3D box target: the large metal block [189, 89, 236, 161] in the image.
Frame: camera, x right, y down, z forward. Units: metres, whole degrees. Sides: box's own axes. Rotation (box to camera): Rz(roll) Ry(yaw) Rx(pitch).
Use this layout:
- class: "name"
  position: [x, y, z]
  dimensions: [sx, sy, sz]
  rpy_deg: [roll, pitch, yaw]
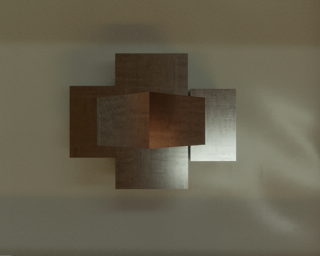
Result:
- class: "large metal block"
  position: [0.058, -0.004, 0.381]
  dimensions: [0.050, 0.080, 0.080]
  rpy_deg: [0, 90, -1]

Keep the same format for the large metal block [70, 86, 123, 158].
- class: "large metal block"
  position: [-0.075, -0.007, 0.383]
  dimensions: [0.050, 0.080, 0.080]
  rpy_deg: [0, 90, 0]

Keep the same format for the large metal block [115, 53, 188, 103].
- class: "large metal block"
  position: [-0.009, -0.058, 0.382]
  dimensions: [0.081, 0.080, 0.050]
  rpy_deg: [0, 90, 0]

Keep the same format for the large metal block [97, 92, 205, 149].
- class: "large metal block"
  position: [-0.009, -0.007, 0.326]
  dimensions: [0.081, 0.080, 0.050]
  rpy_deg: [0, 90, -45]

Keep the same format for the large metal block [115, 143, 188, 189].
- class: "large metal block"
  position: [-0.009, 0.043, 0.383]
  dimensions: [0.081, 0.080, 0.050]
  rpy_deg: [0, 90, 0]
